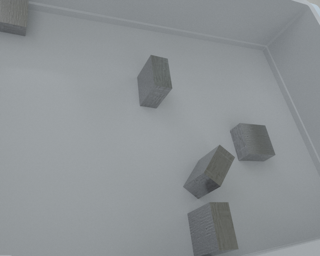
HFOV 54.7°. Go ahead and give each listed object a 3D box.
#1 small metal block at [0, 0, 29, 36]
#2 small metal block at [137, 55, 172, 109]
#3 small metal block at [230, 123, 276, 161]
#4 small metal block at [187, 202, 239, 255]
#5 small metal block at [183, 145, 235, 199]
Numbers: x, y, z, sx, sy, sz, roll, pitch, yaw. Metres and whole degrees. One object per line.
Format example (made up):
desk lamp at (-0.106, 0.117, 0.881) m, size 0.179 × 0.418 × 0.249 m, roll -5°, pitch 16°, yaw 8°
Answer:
small metal block at (-0.192, -0.147, 0.384) m, size 0.050 × 0.025 × 0.050 m, roll 5°, pitch 76°, yaw -26°
small metal block at (-0.009, -0.062, 0.423) m, size 0.025 × 0.050 × 0.050 m, roll 7°, pitch 59°, yaw -25°
small metal block at (0.139, 0.022, 0.467) m, size 0.050 × 0.025 × 0.050 m, roll 4°, pitch 60°, yaw -26°
small metal block at (0.058, 0.115, 0.350) m, size 0.025 × 0.050 × 0.050 m, roll 7°, pitch 59°, yaw -25°
small metal block at (0.061, 0.055, 0.389) m, size 0.025 × 0.050 × 0.050 m, roll 40°, pitch 51°, yaw -2°
